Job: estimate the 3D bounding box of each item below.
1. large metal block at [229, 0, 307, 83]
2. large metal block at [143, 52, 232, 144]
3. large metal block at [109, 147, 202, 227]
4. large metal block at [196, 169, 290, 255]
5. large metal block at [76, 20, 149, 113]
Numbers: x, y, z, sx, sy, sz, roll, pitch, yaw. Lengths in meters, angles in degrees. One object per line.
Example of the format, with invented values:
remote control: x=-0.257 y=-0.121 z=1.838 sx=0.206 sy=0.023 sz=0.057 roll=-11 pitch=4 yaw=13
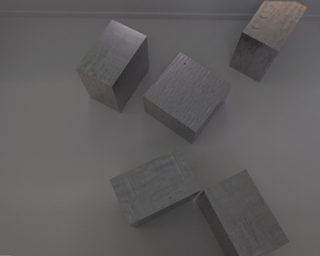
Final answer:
large metal block: x=0.145 y=-0.123 z=0.426 sx=0.050 sy=0.080 sz=0.080 roll=32 pitch=73 yaw=11
large metal block: x=0.035 y=-0.039 z=0.411 sx=0.080 sy=0.050 sz=0.080 roll=35 pitch=74 yaw=12
large metal block: x=-0.005 y=0.071 z=0.354 sx=0.080 sy=0.080 sz=0.050 roll=-24 pitch=72 yaw=-9
large metal block: x=0.085 y=0.100 z=0.344 sx=0.050 sy=0.080 sz=0.080 roll=-25 pitch=72 yaw=-9
large metal block: x=-0.057 y=-0.078 z=0.408 sx=0.050 sy=0.080 sz=0.080 roll=28 pitch=72 yaw=9
